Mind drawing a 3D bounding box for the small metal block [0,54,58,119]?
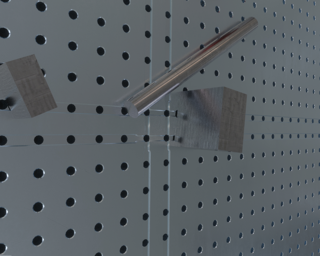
[{"bbox_3d":[-0.126,-0.037,0.287,0.025,0.050,0.050,-31,110,-36],"label":"small metal block"}]

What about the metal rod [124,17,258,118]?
[{"bbox_3d":[0.062,-0.103,0.461,0.302,0.025,0.025,-39,114,-33],"label":"metal rod"}]

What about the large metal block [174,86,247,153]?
[{"bbox_3d":[0.069,-0.010,0.431,0.050,0.080,0.080,10,84,-40],"label":"large metal block"}]
